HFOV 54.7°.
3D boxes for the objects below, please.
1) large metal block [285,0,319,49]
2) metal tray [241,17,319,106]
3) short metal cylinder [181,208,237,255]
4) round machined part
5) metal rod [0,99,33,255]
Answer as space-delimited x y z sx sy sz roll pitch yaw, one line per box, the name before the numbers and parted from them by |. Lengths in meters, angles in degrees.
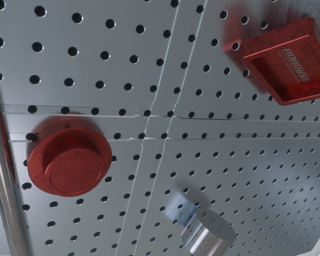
large metal block | 0.221 -0.158 0.418 0.081 0.050 0.079 -16 125 -19
metal tray | 0.182 -0.082 0.420 0.130 0.090 0.030 34 56 -39
short metal cylinder | 0.084 0.184 0.535 0.080 0.080 0.050 20 108 -36
round machined part | -0.104 0.043 0.370 0.099 0.042 0.097 -14 124 -21
metal rod | -0.180 0.103 0.376 0.025 0.025 0.298 -10 123 -23
